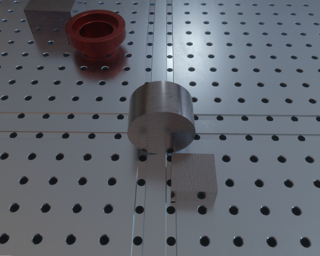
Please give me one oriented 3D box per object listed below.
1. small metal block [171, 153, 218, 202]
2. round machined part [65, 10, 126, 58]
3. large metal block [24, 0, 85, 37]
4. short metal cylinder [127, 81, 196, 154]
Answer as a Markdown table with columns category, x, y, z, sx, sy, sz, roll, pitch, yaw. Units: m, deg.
| category | x | y | z | sx | sy | sz | roll | pitch | yaw |
| --- | --- | --- | --- | --- | --- | --- | --- | --- | --- |
| small metal block | 0.038 | 0.057 | 0.360 | 0.050 | 0.025 | 0.050 | 1 | 50 | 1 |
| round machined part | -0.107 | -0.157 | 0.528 | 0.099 | 0.042 | 0.098 | 0 | 50 | 0 |
| large metal block | -0.189 | -0.213 | 0.569 | 0.080 | 0.050 | 0.080 | 3 | 50 | 2 |
| short metal cylinder | 0.002 | -0.011 | 0.381 | 0.081 | 0.080 | 0.050 | 0 | 50 | 0 |
